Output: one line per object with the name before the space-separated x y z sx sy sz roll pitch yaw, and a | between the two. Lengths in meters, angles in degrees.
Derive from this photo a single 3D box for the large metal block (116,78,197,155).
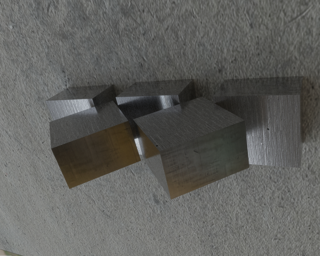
large metal block | 0.002 -0.013 0.382 0.080 0.050 0.079 1 119 27

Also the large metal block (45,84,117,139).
large metal block | -0.100 -0.013 0.435 0.080 0.050 0.080 0 119 27

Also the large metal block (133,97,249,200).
large metal block | 0.028 0.014 0.304 0.080 0.081 0.050 -135 29 -61

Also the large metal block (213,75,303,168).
large metal block | 0.108 -0.008 0.331 0.080 0.050 0.079 2 119 27

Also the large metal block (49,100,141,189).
large metal block | -0.077 0.014 0.356 0.081 0.080 0.050 -21 116 -13
